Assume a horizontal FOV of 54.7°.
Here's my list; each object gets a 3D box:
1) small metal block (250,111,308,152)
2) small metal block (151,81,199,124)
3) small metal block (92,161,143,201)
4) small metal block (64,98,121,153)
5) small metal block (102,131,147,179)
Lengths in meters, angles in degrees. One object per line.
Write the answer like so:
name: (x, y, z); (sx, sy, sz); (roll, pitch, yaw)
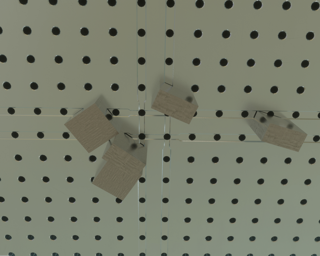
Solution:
small metal block: (0.153, 0.003, 0.404); (0.050, 0.050, 0.025); (16, 109, -7)
small metal block: (0.017, -0.033, 0.388); (0.050, 0.050, 0.025); (23, 108, -9)
small metal block: (-0.059, 0.066, 0.437); (0.050, 0.025, 0.050); (32, 107, -12)
small metal block: (-0.088, -0.003, 0.411); (0.050, 0.025, 0.050); (-33, 107, 11)
small metal block: (-0.045, 0.033, 0.412); (0.050, 0.050, 0.025); (35, 106, -13)
